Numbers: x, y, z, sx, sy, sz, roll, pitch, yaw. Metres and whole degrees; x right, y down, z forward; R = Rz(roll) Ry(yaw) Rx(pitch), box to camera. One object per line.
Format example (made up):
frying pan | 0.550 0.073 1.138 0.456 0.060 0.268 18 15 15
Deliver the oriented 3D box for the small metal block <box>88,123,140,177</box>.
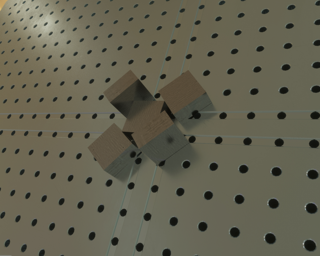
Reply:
small metal block | -0.063 0.029 0.424 0.050 0.025 0.050 -44 51 -3

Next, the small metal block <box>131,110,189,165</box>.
small metal block | 0.001 0.013 0.384 0.050 0.050 0.025 -36 51 4

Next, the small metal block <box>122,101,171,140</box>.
small metal block | -0.017 -0.010 0.423 0.050 0.025 0.050 3 62 31

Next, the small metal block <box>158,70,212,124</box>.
small metal block | 0.033 -0.042 0.417 0.050 0.025 0.050 -35 51 6

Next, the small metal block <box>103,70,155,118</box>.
small metal block | -0.044 -0.047 0.444 0.050 0.050 0.025 -40 52 2
